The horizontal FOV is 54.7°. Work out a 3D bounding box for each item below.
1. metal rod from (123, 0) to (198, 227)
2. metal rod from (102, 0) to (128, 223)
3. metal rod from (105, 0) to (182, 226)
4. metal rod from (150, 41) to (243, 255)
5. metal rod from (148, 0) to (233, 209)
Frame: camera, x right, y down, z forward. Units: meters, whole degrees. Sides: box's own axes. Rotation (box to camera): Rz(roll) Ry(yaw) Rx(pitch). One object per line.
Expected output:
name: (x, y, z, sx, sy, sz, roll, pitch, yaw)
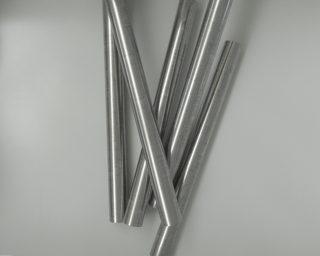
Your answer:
metal rod: (0.002, -0.023, 0.403, 0.025, 0.025, 0.298, 14, 87, 0)
metal rod: (-0.059, -0.027, 0.410, 0.025, 0.025, 0.298, -2, 90, 0)
metal rod: (-0.023, -0.031, 0.377, 0.025, 0.025, 0.298, -14, 87, 0)
metal rod: (0.048, 0.030, 0.411, 0.025, 0.025, 0.299, 19, 90, 0)
metal rod: (0.036, -0.036, 0.370, 0.025, 0.025, 0.298, 16, 106, 0)
